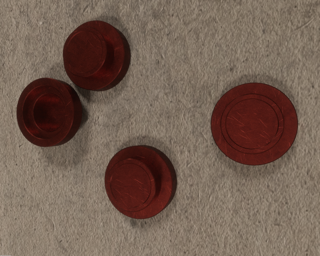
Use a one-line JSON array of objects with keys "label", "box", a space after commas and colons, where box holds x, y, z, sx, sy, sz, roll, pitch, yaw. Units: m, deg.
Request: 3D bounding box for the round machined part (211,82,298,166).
[{"label": "round machined part", "box": [0.108, -0.005, 0.362, 0.098, 0.042, 0.097, 0, 90, 19]}]

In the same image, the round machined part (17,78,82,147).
[{"label": "round machined part", "box": [-0.155, -0.022, 0.453, 0.098, 0.042, 0.097, 0, 90, 19]}]

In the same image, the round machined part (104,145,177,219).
[{"label": "round machined part", "box": [-0.031, 0.072, 0.410, 0.098, 0.042, 0.097, 0, 90, 19]}]

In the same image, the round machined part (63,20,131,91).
[{"label": "round machined part", "box": [-0.094, -0.102, 0.432, 0.098, 0.042, 0.097, 0, 90, 19]}]
